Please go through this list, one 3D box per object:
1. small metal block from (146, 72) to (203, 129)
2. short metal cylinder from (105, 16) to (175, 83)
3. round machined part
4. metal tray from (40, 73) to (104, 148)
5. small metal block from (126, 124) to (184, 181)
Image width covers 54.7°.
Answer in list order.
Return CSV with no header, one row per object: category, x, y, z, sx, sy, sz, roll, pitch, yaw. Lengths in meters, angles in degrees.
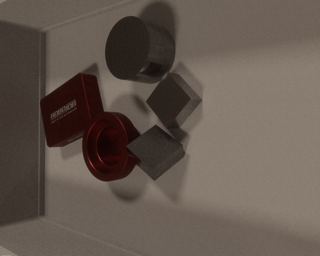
small metal block,0.017,-0.034,0.391,0.050,0.025,0.050,-52,60,27
short metal cylinder,-0.027,-0.101,0.411,0.080,0.050,0.079,0,90,39
round machined part,-0.065,0.026,0.447,0.098,0.042,0.097,0,90,39
metal tray,-0.151,-0.027,0.525,0.130,0.030,0.090,-22,76,37
small metal block,-0.006,0.030,0.391,0.050,0.050,0.025,38,153,33
